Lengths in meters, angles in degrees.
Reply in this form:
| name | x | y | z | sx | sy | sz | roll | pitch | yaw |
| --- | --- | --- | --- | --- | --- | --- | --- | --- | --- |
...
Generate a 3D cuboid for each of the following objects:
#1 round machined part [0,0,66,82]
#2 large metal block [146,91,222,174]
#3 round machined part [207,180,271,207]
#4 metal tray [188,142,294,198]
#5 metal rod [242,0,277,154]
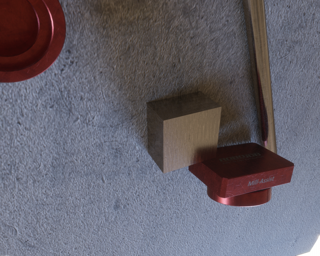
| name | x | y | z | sx | sy | sz | roll | pitch | yaw |
| --- | --- | --- | --- | --- | --- | --- | --- | --- | --- |
| round machined part | -0.135 | -0.092 | 0.265 | 0.099 | 0.042 | 0.097 | -14 | 125 | -21 |
| large metal block | 0.030 | 0.004 | 0.411 | 0.081 | 0.050 | 0.079 | -14 | 125 | -21 |
| round machined part | 0.124 | 0.084 | 0.486 | 0.099 | 0.098 | 0.042 | -6 | 101 | -26 |
| metal tray | 0.121 | 0.059 | 0.467 | 0.131 | 0.090 | 0.030 | -6 | 112 | -26 |
| metal rod | 0.149 | -0.064 | 0.450 | 0.025 | 0.025 | 0.299 | -30 | 129 | -10 |
